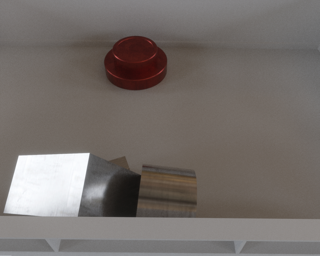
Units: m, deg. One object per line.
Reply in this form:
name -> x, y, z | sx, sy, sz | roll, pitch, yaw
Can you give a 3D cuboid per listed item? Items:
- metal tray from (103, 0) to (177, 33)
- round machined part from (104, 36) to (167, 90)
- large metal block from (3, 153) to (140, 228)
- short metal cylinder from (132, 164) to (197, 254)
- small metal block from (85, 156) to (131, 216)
metal tray -> -0.035, -0.229, 0.556 | 0.131, 0.089, 0.030 | -15, 52, -13
round machined part -> -0.038, -0.107, 0.484 | 0.099, 0.042, 0.098 | 0, 50, 0
large metal block -> -0.075, 0.059, 0.283 | 0.080, 0.080, 0.050 | -4, 68, 27
short metal cylinder -> 0.003, 0.077, 0.301 | 0.050, 0.080, 0.080 | 7, 50, -3
small metal block -> -0.056, 0.065, 0.350 | 0.050, 0.025, 0.050 | -16, 52, -13
